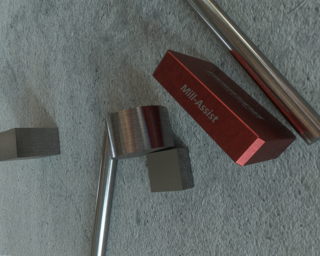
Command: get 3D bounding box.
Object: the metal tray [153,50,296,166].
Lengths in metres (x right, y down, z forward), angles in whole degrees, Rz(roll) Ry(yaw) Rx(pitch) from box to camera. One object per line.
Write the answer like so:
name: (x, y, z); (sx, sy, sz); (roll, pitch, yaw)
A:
metal tray: (0.063, -0.023, 0.309); (0.130, 0.091, 0.030); (50, 119, 28)

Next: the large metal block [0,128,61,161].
large metal block: (-0.241, 0.030, 0.564); (0.080, 0.081, 0.050); (-12, 83, 39)

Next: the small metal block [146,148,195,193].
small metal block: (0.012, 0.054, 0.393); (0.050, 0.025, 0.050); (-13, 82, 39)

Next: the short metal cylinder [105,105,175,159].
short metal cylinder: (-0.025, 0.007, 0.388); (0.080, 0.081, 0.050); (-18, 79, 38)

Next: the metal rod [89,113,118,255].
metal rod: (-0.087, 0.126, 0.473); (0.025, 0.025, 0.298); (13, 98, 39)

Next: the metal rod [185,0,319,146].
metal rod: (0.073, -0.107, 0.343); (0.025, 0.025, 0.299); (-47, 63, 30)
